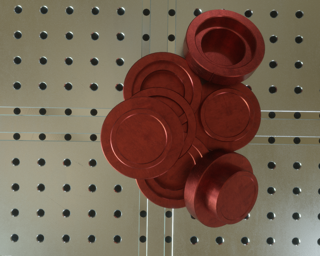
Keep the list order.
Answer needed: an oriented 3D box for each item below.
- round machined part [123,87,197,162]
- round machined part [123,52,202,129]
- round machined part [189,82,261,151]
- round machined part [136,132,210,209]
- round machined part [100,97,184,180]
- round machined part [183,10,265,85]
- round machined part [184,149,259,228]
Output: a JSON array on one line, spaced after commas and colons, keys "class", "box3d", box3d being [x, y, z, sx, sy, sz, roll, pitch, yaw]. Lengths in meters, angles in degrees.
[{"class": "round machined part", "box3d": [-0.004, -0.002, 0.404, 0.099, 0.042, 0.097, 0, 90, 0]}, {"class": "round machined part", "box3d": [0.003, -0.046, 0.405, 0.099, 0.042, 0.097, 0, 90, 0]}, {"class": "round machined part", "box3d": [0.084, -0.016, 0.405, 0.099, 0.042, 0.097, 0, 90, 0]}, {"class": "round machined part", "box3d": [0.018, 0.051, 0.405, 0.099, 0.042, 0.097, 0, 90, 0]}, {"class": "round machined part", "box3d": [-0.021, 0.012, 0.362, 0.099, 0.042, 0.097, 0, 90, 0]}, {"class": "round machined part", "box3d": [0.078, -0.097, 0.394, 0.099, 0.042, 0.098, 2, 69, -6]}, {"class": "round machined part", "box3d": [0.082, 0.078, 0.381, 0.099, 0.042, 0.097, -9, 108, -31]}]
